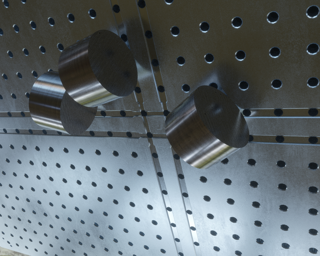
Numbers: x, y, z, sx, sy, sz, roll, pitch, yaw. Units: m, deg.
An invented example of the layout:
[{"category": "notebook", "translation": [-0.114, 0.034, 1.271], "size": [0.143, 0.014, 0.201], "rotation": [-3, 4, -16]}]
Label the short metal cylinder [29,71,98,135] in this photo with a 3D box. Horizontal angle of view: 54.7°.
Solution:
[{"category": "short metal cylinder", "translation": [-0.129, -0.034, 0.422], "size": [0.050, 0.080, 0.079], "rotation": [13, 124, 21]}]

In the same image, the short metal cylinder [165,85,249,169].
[{"category": "short metal cylinder", "translation": [0.053, -0.001, 0.347], "size": [0.080, 0.080, 0.050], "rotation": [45, 129, -4]}]

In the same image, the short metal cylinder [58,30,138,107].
[{"category": "short metal cylinder", "translation": [-0.072, -0.070, 0.371], "size": [0.050, 0.080, 0.080], "rotation": [-14, 111, 34]}]
